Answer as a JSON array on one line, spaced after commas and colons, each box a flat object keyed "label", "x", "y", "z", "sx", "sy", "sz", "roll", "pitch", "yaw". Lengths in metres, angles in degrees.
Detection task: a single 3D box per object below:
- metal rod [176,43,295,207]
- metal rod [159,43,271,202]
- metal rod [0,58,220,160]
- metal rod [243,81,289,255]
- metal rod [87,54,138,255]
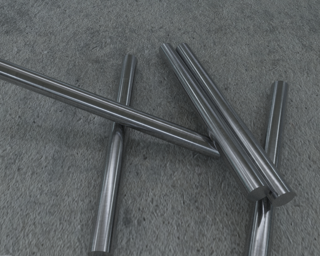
[{"label": "metal rod", "x": 0.080, "y": -0.029, "z": 0.409, "sx": 0.025, "sy": 0.025, "sz": 0.300, "roll": -13, "pitch": 46, "yaw": -11}, {"label": "metal rod", "x": 0.053, "y": -0.033, "z": 0.406, "sx": 0.025, "sy": 0.025, "sz": 0.300, "roll": -13, "pitch": 44, "yaw": -11}, {"label": "metal rod", "x": -0.067, "y": -0.025, "z": 0.384, "sx": 0.301, "sy": 0.025, "sz": 0.025, "roll": 20, "pitch": 52, "yaw": 1}, {"label": "metal rod", "x": 0.127, "y": 0.049, "z": 0.362, "sx": 0.025, "sy": 0.025, "sz": 0.301, "roll": 15, "pitch": 51, "yaw": 12}, {"label": "metal rod", "x": -0.052, "y": 0.008, "z": 0.395, "sx": 0.025, "sy": 0.025, "sz": 0.300, "roll": 1, "pitch": 50, "yaw": 1}]
